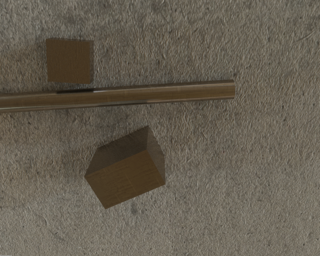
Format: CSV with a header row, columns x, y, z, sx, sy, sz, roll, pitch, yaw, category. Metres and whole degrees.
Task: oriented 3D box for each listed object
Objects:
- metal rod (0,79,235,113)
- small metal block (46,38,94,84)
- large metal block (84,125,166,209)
x,y,z,sx,sy,sz,roll,pitch,yaw,category
-0.058,-0.040,0.394,0.302,0.025,0.025,-3,110,0,metal rod
-0.109,-0.082,0.378,0.050,0.025,0.050,4,110,-2,small metal block
-0.041,0.047,0.397,0.080,0.080,0.050,-24,109,8,large metal block
